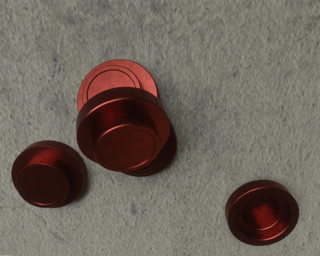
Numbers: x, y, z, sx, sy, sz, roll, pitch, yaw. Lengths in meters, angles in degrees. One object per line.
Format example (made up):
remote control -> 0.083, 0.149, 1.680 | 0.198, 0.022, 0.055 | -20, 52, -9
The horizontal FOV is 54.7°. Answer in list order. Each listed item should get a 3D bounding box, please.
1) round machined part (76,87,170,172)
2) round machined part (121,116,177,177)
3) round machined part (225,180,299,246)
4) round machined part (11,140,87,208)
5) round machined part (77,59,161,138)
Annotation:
round machined part -> -0.037, 0.009, 0.325 | 0.099, 0.042, 0.097 | -9, 133, -10
round machined part -> -0.027, 0.023, 0.409 | 0.099, 0.042, 0.097 | 0, 110, -1
round machined part -> 0.142, 0.117, 0.446 | 0.099, 0.042, 0.097 | 0, 110, -1
round machined part -> -0.154, 0.070, 0.424 | 0.099, 0.042, 0.097 | 0, 110, -1
round machined part -> -0.051, -0.035, 0.364 | 0.099, 0.042, 0.097 | -1, 81, 8
